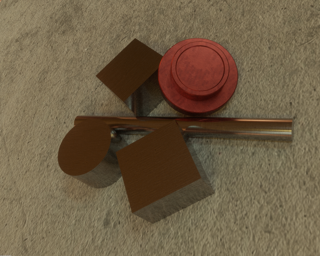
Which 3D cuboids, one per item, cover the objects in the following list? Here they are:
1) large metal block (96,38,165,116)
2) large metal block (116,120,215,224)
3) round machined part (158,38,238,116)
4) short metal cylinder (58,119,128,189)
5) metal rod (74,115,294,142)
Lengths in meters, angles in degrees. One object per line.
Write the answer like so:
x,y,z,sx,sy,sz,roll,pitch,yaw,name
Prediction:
-0.031,-0.071,0.445,0.080,0.050,0.080,-45,51,-3,large metal block
0.005,0.051,0.355,0.080,0.050,0.080,-29,52,9,large metal block
0.047,-0.066,0.379,0.099,0.042,0.098,0,79,0,round machined part
-0.086,0.034,0.412,0.080,0.050,0.080,-13,56,20,short metal cylinder
0.010,-0.003,0.402,0.300,0.025,0.025,2,63,28,metal rod
